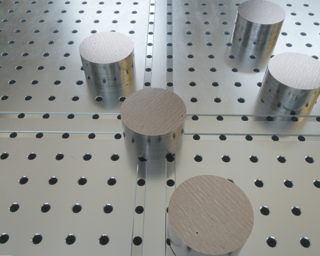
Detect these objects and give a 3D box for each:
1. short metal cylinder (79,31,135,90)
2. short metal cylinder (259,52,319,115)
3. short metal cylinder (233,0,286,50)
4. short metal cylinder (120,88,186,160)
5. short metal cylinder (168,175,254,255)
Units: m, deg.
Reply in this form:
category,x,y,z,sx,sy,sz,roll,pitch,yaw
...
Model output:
category,x,y,z,sx,sy,sz,roll,pitch,yaw
short metal cylinder,-0.079,-0.105,0.479,0.081,0.050,0.080,0,50,0
short metal cylinder,0.191,-0.065,0.447,0.081,0.050,0.080,0,50,0
short metal cylinder,0.173,-0.183,0.546,0.081,0.050,0.080,0,50,0
short metal cylinder,-0.008,-0.006,0.396,0.081,0.050,0.080,0,50,0
short metal cylinder,0.048,0.095,0.312,0.081,0.050,0.080,0,50,0
